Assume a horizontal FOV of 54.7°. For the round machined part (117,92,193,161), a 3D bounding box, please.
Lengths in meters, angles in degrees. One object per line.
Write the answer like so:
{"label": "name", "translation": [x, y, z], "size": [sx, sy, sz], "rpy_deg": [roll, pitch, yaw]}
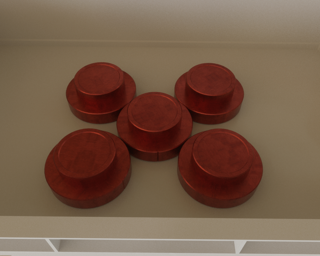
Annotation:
{"label": "round machined part", "translation": [-0.007, -0.009, 0.399], "size": [0.099, 0.042, 0.098], "rpy_deg": [0, 50, 0]}

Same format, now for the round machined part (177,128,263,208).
{"label": "round machined part", "translation": [0.070, 0.039, 0.361], "size": [0.099, 0.042, 0.098], "rpy_deg": [0, 50, 0]}

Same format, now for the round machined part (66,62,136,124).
{"label": "round machined part", "translation": [-0.084, -0.056, 0.438], "size": [0.099, 0.042, 0.098], "rpy_deg": [0, 50, 0]}

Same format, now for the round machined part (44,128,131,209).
{"label": "round machined part", "translation": [-0.083, 0.039, 0.358], "size": [0.099, 0.042, 0.098], "rpy_deg": [0, 50, 0]}

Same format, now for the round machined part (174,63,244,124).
{"label": "round machined part", "translation": [0.070, -0.055, 0.440], "size": [0.099, 0.042, 0.098], "rpy_deg": [0, 50, 0]}
